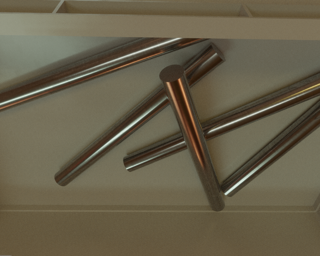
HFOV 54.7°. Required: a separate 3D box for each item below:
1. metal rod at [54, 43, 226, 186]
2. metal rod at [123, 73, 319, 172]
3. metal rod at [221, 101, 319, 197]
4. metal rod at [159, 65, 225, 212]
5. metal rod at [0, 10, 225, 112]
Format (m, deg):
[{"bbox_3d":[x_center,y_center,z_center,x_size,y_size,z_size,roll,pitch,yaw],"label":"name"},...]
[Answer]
[{"bbox_3d":[-0.043,-0.003,0.406,0.299,0.025,0.025,-37,121,27],"label":"metal rod"},{"bbox_3d":[0.084,-0.005,0.406,0.300,0.025,0.025,-24,126,18],"label":"metal rod"},{"bbox_3d":[0.187,0.003,0.414,0.025,0.025,0.298,26,125,-21],"label":"metal rod"},{"bbox_3d":[0.054,0.038,0.411,0.025,0.025,0.299,-13,139,11],"label":"metal rod"},{"bbox_3d":[-0.078,-0.067,0.350,0.301,0.025,0.025,-16,128,13],"label":"metal rod"}]
